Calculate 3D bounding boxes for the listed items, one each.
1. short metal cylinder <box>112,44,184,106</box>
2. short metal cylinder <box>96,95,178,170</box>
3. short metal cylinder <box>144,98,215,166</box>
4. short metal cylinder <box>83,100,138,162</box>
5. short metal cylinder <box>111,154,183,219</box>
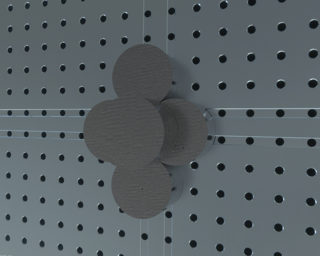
[{"bbox_3d":[-0.014,-0.064,0.404,0.080,0.050,0.079,0,90,19],"label":"short metal cylinder"},{"bbox_3d":[-0.025,0.005,0.354,0.080,0.050,0.079,0,90,20],"label":"short metal cylinder"},{"bbox_3d":[0.025,0.005,0.390,0.080,0.050,0.080,0,90,20],"label":"short metal cylinder"},{"bbox_3d":[-0.055,0.004,0.419,0.080,0.050,0.079,0,90,20],"label":"short metal cylinder"},{"bbox_3d":[-0.016,0.072,0.404,0.080,0.050,0.080,-1,88,19],"label":"short metal cylinder"}]
